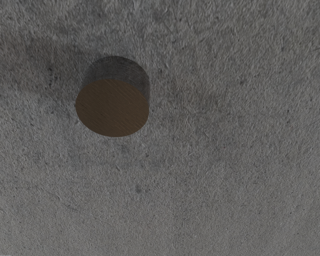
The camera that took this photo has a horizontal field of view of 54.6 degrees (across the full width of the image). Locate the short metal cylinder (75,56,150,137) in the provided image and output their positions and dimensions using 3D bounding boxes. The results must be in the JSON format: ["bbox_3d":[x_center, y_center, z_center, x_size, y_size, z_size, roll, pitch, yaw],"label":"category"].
[{"bbox_3d":[-0.052,-0.036,0.360,0.080,0.050,0.080,0,130,0],"label":"short metal cylinder"}]
